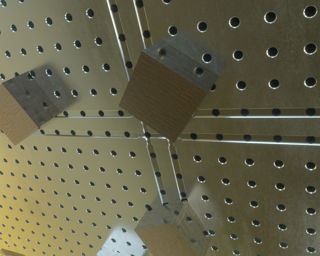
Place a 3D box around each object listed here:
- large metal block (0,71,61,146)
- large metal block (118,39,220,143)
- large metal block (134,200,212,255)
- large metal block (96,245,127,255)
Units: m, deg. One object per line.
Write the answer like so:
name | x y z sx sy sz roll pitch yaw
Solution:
large metal block | -0.220 -0.029 0.490 0.080 0.050 0.080 -28 103 37
large metal block | 0.009 -0.043 0.363 0.080 0.050 0.079 34 129 5
large metal block | 0.021 0.167 0.486 0.080 0.050 0.080 -22 107 36
large metal block | -0.093 0.296 0.625 0.080 0.050 0.079 18 126 17
